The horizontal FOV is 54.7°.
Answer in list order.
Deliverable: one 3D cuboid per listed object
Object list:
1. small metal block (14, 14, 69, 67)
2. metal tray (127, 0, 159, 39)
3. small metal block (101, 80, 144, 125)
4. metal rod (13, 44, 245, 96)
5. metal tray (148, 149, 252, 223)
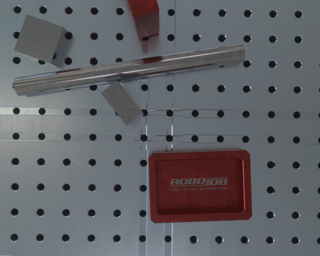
[{"bbox_3d":[-0.157,-0.115,0.412,0.050,0.025,0.050,19,90,0],"label":"small metal block"},{"bbox_3d":[-0.035,-0.186,0.380,0.030,0.090,0.129,-19,90,0],"label":"metal tray"},{"bbox_3d":[-0.046,-0.031,0.400,0.025,0.050,0.050,-38,90,0],"label":"small metal block"},{"bbox_3d":[-0.039,-0.077,0.412,0.302,0.025,0.025,-9,90,0],"label":"metal rod"},{"bbox_3d":[0.052,0.075,0.411,0.131,0.030,0.089,-2,90,0],"label":"metal tray"}]
